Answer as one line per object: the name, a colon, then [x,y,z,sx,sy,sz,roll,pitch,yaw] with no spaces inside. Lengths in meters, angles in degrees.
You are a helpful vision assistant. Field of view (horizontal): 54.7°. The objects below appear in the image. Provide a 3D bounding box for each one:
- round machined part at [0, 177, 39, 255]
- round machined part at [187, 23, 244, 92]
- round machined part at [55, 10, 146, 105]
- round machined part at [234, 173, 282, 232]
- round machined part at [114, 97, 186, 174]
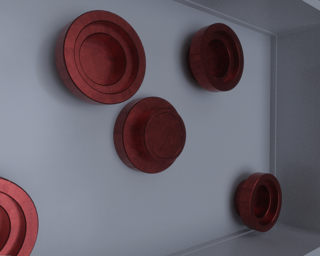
round machined part: [-0.160,0.086,0.262,0.099,0.042,0.097,0,90,-40]
round machined part: [0.078,-0.102,0.460,0.099,0.042,0.097,0,90,-40]
round machined part: [-0.067,-0.074,0.339,0.099,0.042,0.097,0,90,-40]
round machined part: [0.166,0.125,0.534,0.099,0.042,0.097,0,90,-40]
round machined part: [-0.005,0.009,0.391,0.099,0.042,0.097,0,90,-40]
